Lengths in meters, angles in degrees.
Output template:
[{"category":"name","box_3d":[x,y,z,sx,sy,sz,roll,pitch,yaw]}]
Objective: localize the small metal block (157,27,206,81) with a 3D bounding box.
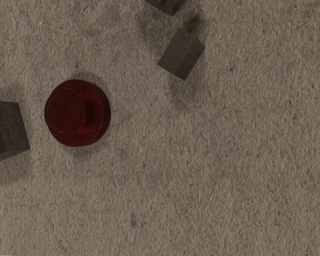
[{"category":"small metal block","box_3d":[0.028,-0.090,0.385,0.025,0.050,0.050,35,101,16]}]

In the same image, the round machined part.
[{"category":"round machined part","box_3d":[-0.124,-0.021,0.442,0.098,0.042,0.097,0,90,19]}]

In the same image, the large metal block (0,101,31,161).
[{"category":"large metal block","box_3d":[-0.262,0.009,0.486,0.080,0.050,0.080,-19,84,18]}]

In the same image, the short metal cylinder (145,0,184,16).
[{"category":"short metal cylinder","box_3d":[-0.003,-0.182,0.380,0.080,0.080,0.050,36,102,16]}]
